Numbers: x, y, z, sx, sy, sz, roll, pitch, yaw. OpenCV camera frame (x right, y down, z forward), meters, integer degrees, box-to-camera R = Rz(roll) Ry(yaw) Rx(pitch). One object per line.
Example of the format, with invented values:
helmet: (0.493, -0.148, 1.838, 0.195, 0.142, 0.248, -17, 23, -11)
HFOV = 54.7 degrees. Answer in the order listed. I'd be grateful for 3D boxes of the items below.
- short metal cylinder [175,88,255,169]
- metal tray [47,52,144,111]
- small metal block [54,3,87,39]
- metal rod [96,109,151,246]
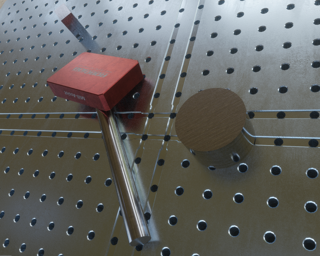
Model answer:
short metal cylinder: (0.064, 0.001, 0.358, 0.080, 0.050, 0.080, -13, 56, 21)
metal tray: (-0.103, -0.078, 0.489, 0.130, 0.030, 0.090, 17, 52, 34)
small metal block: (-0.178, -0.213, 0.617, 0.025, 0.050, 0.050, -39, 51, 2)
metal rod: (-0.067, 0.015, 0.433, 0.025, 0.025, 0.300, -30, 52, 9)
